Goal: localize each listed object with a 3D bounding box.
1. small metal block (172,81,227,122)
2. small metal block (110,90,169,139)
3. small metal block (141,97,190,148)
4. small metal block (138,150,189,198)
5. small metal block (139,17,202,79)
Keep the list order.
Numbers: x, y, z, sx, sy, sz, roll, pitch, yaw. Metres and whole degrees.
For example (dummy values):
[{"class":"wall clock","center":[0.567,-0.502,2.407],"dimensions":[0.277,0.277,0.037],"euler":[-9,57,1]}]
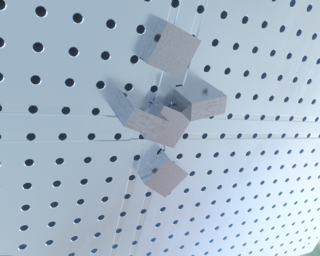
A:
[{"class":"small metal block","center":[0.050,-0.036,0.399],"dimensions":[0.050,0.050,0.025],"euler":[-13,124,-21]},{"class":"small metal block","center":[-0.025,-0.016,0.371],"dimensions":[0.050,0.050,0.025],"euler":[21,107,-36]},{"class":"small metal block","center":[0.007,-0.006,0.411],"dimensions":[0.050,0.025,0.050],"euler":[20,108,-36]},{"class":"small metal block","center":[0.005,0.068,0.455],"dimensions":[0.050,0.025,0.050],"euler":[-46,129,3]},{"class":"small metal block","center":[0.012,-0.092,0.360],"dimensions":[0.050,0.025,0.050],"euler":[17,109,-35]}]
